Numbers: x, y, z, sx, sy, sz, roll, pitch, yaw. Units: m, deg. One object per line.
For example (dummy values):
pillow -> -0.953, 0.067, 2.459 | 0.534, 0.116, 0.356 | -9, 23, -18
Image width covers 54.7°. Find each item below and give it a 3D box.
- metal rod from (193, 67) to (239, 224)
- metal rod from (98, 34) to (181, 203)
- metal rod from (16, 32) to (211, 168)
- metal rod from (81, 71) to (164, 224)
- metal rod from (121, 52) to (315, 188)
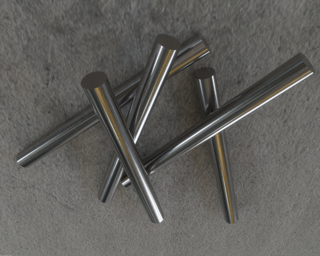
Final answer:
metal rod -> 0.088, 0.047, 0.448 | 0.025, 0.025, 0.299 | -11, 130, 9
metal rod -> -0.040, 0.014, 0.396 | 0.025, 0.025, 0.298 | 14, 135, -13
metal rod -> -0.073, -0.023, 0.386 | 0.300, 0.025, 0.025 | -29, 125, 22
metal rod -> -0.033, 0.051, 0.399 | 0.025, 0.025, 0.299 | -9, 139, 7
metal rod -> 0.045, 0.009, 0.386 | 0.025, 0.025, 0.299 | 33, 131, -25
